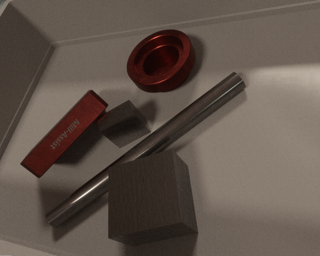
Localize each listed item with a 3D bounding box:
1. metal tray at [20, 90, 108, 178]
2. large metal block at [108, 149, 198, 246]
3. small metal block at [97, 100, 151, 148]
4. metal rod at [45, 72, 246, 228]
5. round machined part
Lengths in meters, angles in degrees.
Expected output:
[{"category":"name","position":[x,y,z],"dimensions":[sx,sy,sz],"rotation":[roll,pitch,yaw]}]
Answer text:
[{"category":"metal tray","position":[-0.132,0.003,0.437],"dimensions":[0.130,0.030,0.090],"rotation":[-48,15,-6]},{"category":"large metal block","position":[-0.009,0.079,0.345],"dimensions":[0.080,0.050,0.080],"rotation":[-18,55,17]},{"category":"small metal block","position":[-0.048,-0.004,0.416],"dimensions":[0.050,0.050,0.025],"rotation":[-28,53,10]},{"category":"metal rod","position":[-0.020,0.029,0.396],"dimensions":[0.300,0.025,0.025],"rotation":[-37,51,3]},{"category":"round machined part","position":[0.005,-0.091,0.447],"dimensions":[0.098,0.042,0.098],"rotation":[-13,56,20]}]
